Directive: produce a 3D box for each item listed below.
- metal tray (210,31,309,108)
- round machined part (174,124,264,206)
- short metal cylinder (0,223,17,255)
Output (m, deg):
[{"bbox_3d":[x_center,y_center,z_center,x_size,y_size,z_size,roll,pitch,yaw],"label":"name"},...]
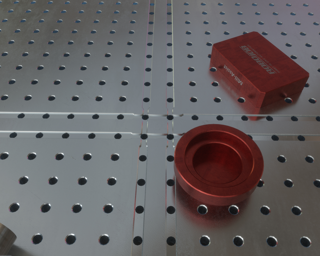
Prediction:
[{"bbox_3d":[0.152,-0.097,0.487,0.091,0.030,0.130,-21,53,-17],"label":"metal tray"},{"bbox_3d":[0.065,0.045,0.359,0.099,0.042,0.098,0,50,0],"label":"round machined part"},{"bbox_3d":[-0.182,0.107,0.280,0.080,0.080,0.050,13,51,11],"label":"short metal cylinder"}]
